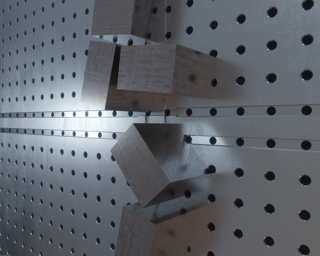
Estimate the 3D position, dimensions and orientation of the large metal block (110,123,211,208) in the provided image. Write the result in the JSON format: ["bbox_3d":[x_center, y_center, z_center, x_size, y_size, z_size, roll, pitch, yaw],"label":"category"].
[{"bbox_3d":[0.001,0.041,0.371,0.050,0.081,0.080,-48,62,29],"label":"large metal block"}]

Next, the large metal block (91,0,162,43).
[{"bbox_3d":[-0.046,-0.164,0.429,0.080,0.050,0.079,12,98,39],"label":"large metal block"}]

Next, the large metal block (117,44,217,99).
[{"bbox_3d":[0.009,-0.065,0.365,0.080,0.081,0.050,10,97,39],"label":"large metal block"}]

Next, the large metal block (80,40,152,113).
[{"bbox_3d":[-0.052,-0.067,0.414,0.050,0.081,0.079,19,102,38],"label":"large metal block"}]

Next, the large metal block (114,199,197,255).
[{"bbox_3d":[-0.005,0.134,0.376,0.050,0.081,0.079,17,101,38],"label":"large metal block"}]
